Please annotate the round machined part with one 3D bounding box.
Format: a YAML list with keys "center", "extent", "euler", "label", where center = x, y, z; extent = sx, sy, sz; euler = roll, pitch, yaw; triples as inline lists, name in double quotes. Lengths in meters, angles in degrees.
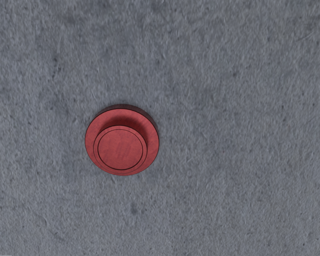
- center: [-0.050, 0.021, 0.408]
  extent: [0.099, 0.042, 0.097]
  euler: [0, 110, -1]
  label: "round machined part"
